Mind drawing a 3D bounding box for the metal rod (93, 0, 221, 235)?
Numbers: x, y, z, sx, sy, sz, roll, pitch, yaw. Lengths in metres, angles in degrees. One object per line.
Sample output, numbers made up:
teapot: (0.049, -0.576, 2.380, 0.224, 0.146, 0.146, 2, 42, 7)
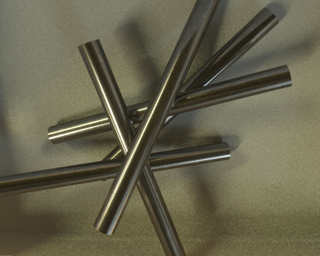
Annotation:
metal rod: (-0.001, -0.023, 0.351, 0.025, 0.025, 0.299, 25, 88, -9)

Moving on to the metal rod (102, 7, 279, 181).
metal rod: (0.023, -0.034, 0.398, 0.299, 0.025, 0.025, -43, 105, 14)

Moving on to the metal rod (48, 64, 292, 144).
metal rod: (0.000, -0.024, 0.378, 0.301, 0.025, 0.025, -13, 110, 14)

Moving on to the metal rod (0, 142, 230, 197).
metal rod: (-0.056, 0.052, 0.402, 0.302, 0.025, 0.025, -8, 110, -9)

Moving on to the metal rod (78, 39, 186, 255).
metal rod: (-0.027, 0.042, 0.378, 0.025, 0.025, 0.299, -19, 105, 7)
